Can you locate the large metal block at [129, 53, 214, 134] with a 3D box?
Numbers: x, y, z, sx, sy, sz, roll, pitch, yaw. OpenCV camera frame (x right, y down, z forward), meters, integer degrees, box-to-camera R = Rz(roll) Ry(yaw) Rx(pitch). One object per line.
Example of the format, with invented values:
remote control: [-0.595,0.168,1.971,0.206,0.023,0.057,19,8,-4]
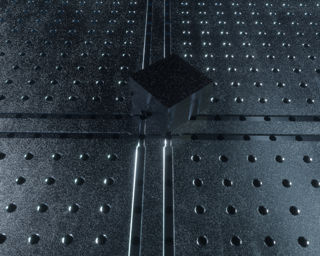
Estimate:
large metal block: [0.015,-0.051,0.434,0.081,0.050,0.080,-32,58,-25]
